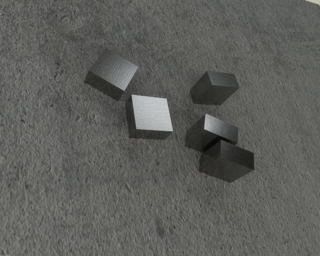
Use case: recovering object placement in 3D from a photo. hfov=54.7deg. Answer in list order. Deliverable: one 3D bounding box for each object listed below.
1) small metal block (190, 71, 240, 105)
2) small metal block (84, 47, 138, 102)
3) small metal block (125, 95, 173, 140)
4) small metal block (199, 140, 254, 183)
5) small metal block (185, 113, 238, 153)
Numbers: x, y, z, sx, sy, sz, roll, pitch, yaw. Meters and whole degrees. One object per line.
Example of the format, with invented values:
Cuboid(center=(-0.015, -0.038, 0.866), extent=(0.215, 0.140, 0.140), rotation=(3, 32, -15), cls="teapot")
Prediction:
Cuboid(center=(0.082, -0.059, 0.467), extent=(0.050, 0.050, 0.025), rotation=(1, 62, -28), cls="small metal block")
Cuboid(center=(-0.064, -0.071, 0.413), extent=(0.050, 0.025, 0.050), rotation=(30, 52, -9), cls="small metal block")
Cuboid(center=(-0.015, -0.013, 0.403), extent=(0.050, 0.025, 0.050), rotation=(4, 60, -26), cls="small metal block")
Cuboid(center=(0.087, 0.045, 0.406), extent=(0.050, 0.050, 0.025), rotation=(22, 54, -16), cls="small metal block")
Cuboid(center=(0.069, 0.012, 0.417), extent=(0.050, 0.050, 0.025), rotation=(22, 54, -15), cls="small metal block")
